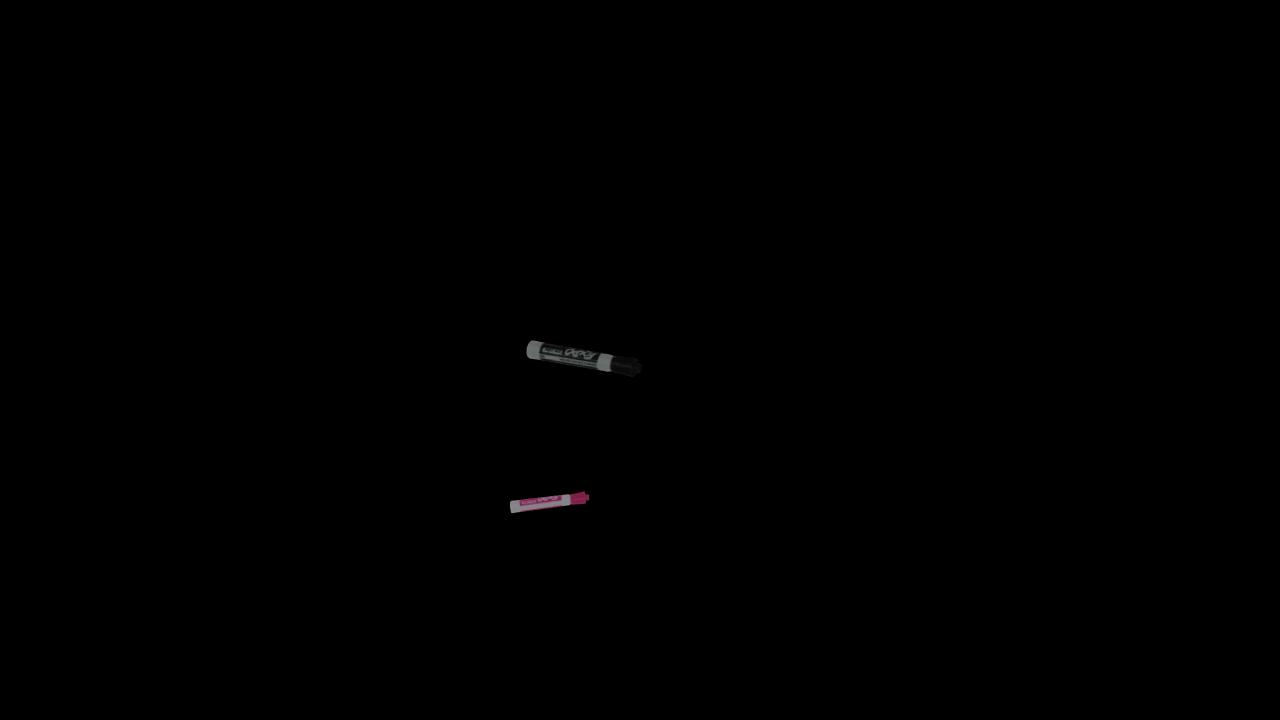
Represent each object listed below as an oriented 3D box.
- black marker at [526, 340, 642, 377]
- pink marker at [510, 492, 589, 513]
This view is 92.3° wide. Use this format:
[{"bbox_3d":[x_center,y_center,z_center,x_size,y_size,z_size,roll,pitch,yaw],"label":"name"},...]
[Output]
[{"bbox_3d":[-0.055,-0.001,0.608,0.121,0.020,0.020,10,3,20],"label":"black marker"},{"bbox_3d":[-0.139,0.220,0.950,0.121,0.020,0.020,-6,0,-3],"label":"pink marker"}]
